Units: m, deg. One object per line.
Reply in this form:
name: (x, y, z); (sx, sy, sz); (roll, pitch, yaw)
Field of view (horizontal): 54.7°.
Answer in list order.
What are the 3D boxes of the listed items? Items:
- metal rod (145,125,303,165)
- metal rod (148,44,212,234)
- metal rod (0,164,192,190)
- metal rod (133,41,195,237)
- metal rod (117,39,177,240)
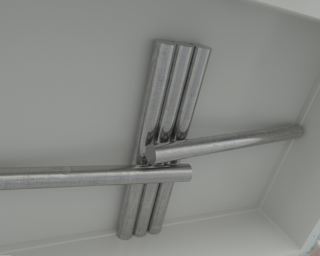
metal rod: (0.114, 0.019, 0.461); (0.303, 0.025, 0.025); (-6, 121, -33)
metal rod: (0.020, 0.032, 0.440); (0.025, 0.025, 0.298); (-2, 119, -28)
metal rod: (-0.101, 0.058, 0.368); (0.303, 0.025, 0.025); (2, 118, -23)
metal rod: (-0.002, 0.032, 0.427); (0.025, 0.025, 0.298); (-2, 119, -28)
metal rod: (-0.024, 0.033, 0.416); (0.025, 0.025, 0.298); (-2, 119, -28)
